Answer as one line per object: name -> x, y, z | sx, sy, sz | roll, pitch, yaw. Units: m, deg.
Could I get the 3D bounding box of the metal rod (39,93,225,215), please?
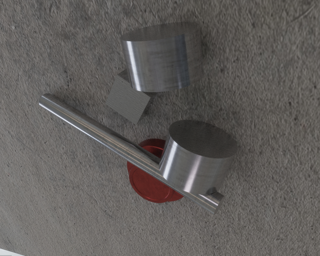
metal rod -> -0.053, 0.023, 0.413 | 0.300, 0.025, 0.025 | 28, 129, 24

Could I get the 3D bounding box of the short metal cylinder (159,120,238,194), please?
short metal cylinder -> 0.044, 0.032, 0.364 | 0.080, 0.080, 0.050 | 23, 119, 14

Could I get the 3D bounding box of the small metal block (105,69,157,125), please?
small metal block -> -0.037, -0.040, 0.401 | 0.050, 0.025, 0.050 | 35, 129, 5

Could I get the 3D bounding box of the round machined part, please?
round machined part -> -0.005, 0.067, 0.440 | 0.098, 0.042, 0.097 | 13, 124, 21

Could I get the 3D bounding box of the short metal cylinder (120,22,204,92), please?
short metal cylinder -> 0.003, -0.076, 0.323 | 0.080, 0.080, 0.050 | 5, 121, 26
